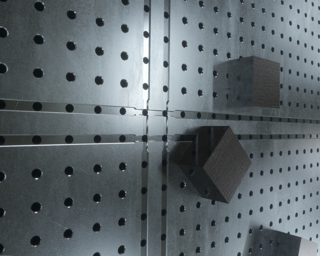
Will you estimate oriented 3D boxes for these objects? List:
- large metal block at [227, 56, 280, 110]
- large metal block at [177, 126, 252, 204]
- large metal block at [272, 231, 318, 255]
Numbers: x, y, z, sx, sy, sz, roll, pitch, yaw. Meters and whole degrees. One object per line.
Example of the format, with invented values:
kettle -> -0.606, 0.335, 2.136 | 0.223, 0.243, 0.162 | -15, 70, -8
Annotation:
large metal block -> 0.161, -0.074, 0.531 | 0.081, 0.050, 0.079 | 1, 90, -40
large metal block -> 0.084, 0.053, 0.466 | 0.080, 0.050, 0.080 | -52, 121, -28
large metal block -> 0.271, 0.261, 0.625 | 0.080, 0.050, 0.080 | 28, 72, -37
